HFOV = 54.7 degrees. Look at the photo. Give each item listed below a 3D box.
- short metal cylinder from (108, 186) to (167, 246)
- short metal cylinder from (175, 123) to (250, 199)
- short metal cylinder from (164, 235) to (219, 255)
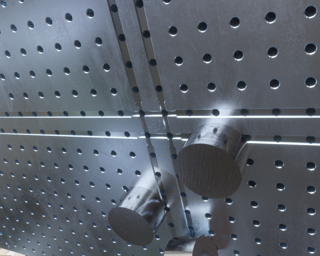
[{"bbox_3d":[-0.036,0.142,0.500,0.080,0.050,0.079,13,124,20],"label":"short metal cylinder"},{"bbox_3d":[0.066,0.040,0.385,0.080,0.050,0.079,13,124,20],"label":"short metal cylinder"},{"bbox_3d":[0.050,0.208,0.477,0.050,0.080,0.080,-17,110,34],"label":"short metal cylinder"}]
